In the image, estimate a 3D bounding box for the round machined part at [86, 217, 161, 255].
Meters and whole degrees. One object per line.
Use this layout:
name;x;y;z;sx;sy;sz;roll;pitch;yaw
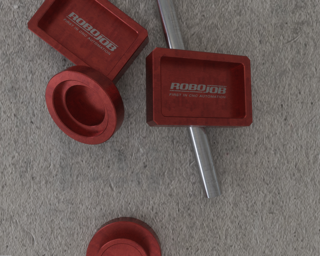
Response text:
round machined part;-0.047;0.170;0.401;0.099;0.042;0.097;0;90;0

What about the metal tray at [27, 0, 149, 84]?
metal tray;-0.091;-0.125;0.406;0.130;0.030;0.090;37;90;0

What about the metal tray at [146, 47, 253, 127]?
metal tray;0.049;-0.047;0.384;0.131;0.030;0.089;1;85;-19

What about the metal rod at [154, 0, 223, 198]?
metal rod;0.034;-0.056;0.410;0.025;0.025;0.298;-14;90;0

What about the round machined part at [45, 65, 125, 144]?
round machined part;-0.088;-0.031;0.385;0.098;0.042;0.097;11;123;18
